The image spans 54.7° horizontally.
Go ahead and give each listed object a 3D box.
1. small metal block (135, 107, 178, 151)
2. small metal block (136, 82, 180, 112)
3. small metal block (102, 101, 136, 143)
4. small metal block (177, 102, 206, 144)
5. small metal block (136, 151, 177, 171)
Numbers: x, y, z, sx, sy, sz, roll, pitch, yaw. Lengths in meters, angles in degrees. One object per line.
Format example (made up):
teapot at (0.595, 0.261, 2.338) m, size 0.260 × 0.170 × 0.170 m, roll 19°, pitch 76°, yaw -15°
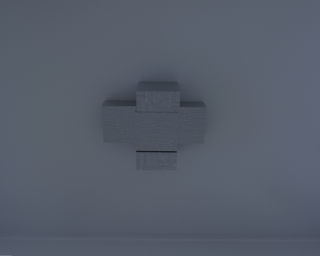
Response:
small metal block at (-0.004, 0.001, 0.382) m, size 0.050 × 0.025 × 0.050 m, roll 1°, pitch 110°, yaw -1°
small metal block at (-0.002, -0.039, 0.381) m, size 0.050 × 0.050 × 0.025 m, roll 1°, pitch 110°, yaw -1°
small metal block at (-0.048, -0.008, 0.405) m, size 0.050 × 0.025 × 0.050 m, roll 1°, pitch 110°, yaw -1°
small metal block at (0.032, -0.007, 0.407) m, size 0.050 × 0.025 × 0.050 m, roll 1°, pitch 110°, yaw -1°
small metal block at (-0.005, 0.033, 0.406) m, size 0.050 × 0.050 × 0.025 m, roll 1°, pitch 110°, yaw -1°
